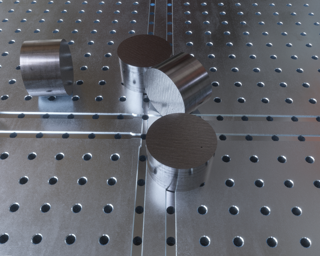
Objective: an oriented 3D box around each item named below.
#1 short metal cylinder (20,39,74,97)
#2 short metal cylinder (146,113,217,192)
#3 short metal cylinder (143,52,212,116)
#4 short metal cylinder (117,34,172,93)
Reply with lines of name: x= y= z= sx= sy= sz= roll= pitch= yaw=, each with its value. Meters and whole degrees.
short metal cylinder: x=-0.158 y=-0.085 z=0.442 sx=0.050 sy=0.080 sz=0.080 roll=-3 pitch=50 yaw=-3
short metal cylinder: x=0.024 y=0.028 z=0.368 sx=0.081 sy=0.050 sz=0.080 roll=0 pitch=50 yaw=0
short metal cylinder: x=0.023 y=-0.055 z=0.418 sx=0.050 sy=0.080 sz=0.080 roll=-35 pitch=58 yaw=-25
short metal cylinder: x=-0.023 y=-0.099 z=0.474 sx=0.081 sy=0.050 sz=0.080 roll=0 pitch=50 yaw=0
